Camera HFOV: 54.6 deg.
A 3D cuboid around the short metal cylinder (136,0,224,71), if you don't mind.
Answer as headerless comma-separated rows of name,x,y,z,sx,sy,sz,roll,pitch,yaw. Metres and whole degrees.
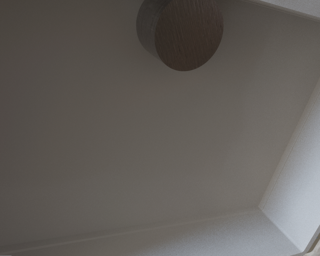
short metal cylinder,0.021,-0.108,0.336,0.081,0.050,0.080,-14,124,-21
